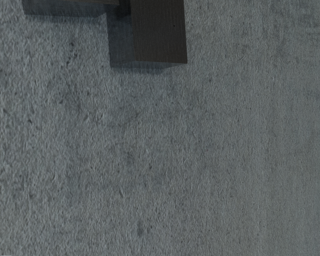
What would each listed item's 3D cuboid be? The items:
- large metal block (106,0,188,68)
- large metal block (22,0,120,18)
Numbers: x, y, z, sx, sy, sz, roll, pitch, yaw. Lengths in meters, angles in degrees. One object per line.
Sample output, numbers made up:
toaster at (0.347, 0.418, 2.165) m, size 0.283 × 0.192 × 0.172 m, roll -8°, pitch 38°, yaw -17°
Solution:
large metal block at (-0.015, -0.116, 0.375) m, size 0.081 × 0.050 × 0.079 m, roll -7°, pitch 95°, yaw -40°
large metal block at (-0.094, -0.159, 0.309) m, size 0.081 × 0.050 × 0.079 m, roll -14°, pitch 99°, yaw -39°
